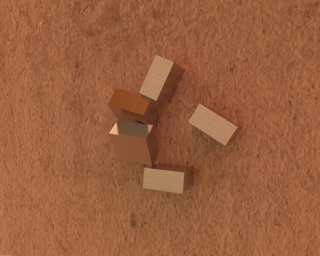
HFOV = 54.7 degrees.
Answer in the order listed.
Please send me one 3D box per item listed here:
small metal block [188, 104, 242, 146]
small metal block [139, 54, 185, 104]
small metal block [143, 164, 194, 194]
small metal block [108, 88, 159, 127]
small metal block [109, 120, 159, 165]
[{"bbox_3d":[0.067,-0.004,0.372,0.050,0.050,0.025,34,101,16],"label":"small metal block"},{"bbox_3d":[0.004,-0.060,0.394,0.025,0.050,0.050,27,99,17],"label":"small metal block"},{"bbox_3d":[0.012,0.062,0.391,0.050,0.050,0.025,4,92,19],"label":"small metal block"},{"bbox_3d":[-0.033,-0.022,0.403,0.050,0.050,0.025,18,69,19],"label":"small metal block"},{"bbox_3d":[-0.033,0.020,0.405,0.050,0.025,0.050,8,135,19],"label":"small metal block"}]
